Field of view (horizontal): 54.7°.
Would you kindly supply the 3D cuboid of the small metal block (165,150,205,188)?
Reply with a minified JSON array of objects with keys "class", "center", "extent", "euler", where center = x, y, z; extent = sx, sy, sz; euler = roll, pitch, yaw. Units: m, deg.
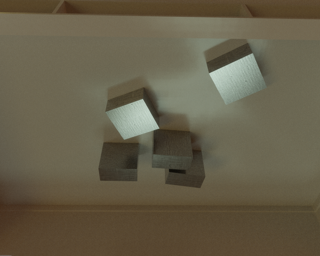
[{"class":"small metal block","center":[0.034,0.055,0.440],"extent":[0.050,0.050,0.025],"euler":[8,130,-8]}]

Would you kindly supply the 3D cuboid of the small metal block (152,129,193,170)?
[{"class":"small metal block","center":[0.015,0.028,0.417],"extent":[0.050,0.050,0.025],"euler":[4,130,-4]}]

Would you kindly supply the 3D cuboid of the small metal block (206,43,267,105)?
[{"class":"small metal block","center":[0.088,-0.061,0.358],"extent":[0.050,0.025,0.050],"euler":[-24,127,18]}]

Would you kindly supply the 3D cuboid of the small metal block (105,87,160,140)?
[{"class":"small metal block","center":[-0.034,-0.017,0.394],"extent":[0.050,0.025,0.050],"euler":[-18,128,14]}]

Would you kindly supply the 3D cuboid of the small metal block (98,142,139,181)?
[{"class":"small metal block","center":[-0.056,0.047,0.432],"extent":[0.050,0.050,0.025],"euler":[1,130,-2]}]
